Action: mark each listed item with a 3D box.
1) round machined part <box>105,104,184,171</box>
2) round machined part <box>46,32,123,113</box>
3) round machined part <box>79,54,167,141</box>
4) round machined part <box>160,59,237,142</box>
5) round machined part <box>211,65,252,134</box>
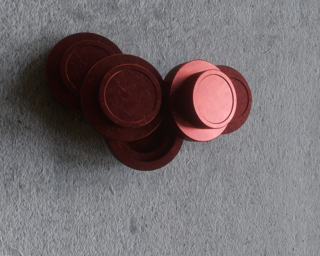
[{"bbox_3d":[-0.022,0.003,0.394,0.099,0.042,0.097,0,90,-21],"label":"round machined part"},{"bbox_3d":[-0.084,-0.066,0.370,0.099,0.042,0.097,0,90,-21],"label":"round machined part"},{"bbox_3d":[-0.037,-0.034,0.343,0.099,0.042,0.097,0,90,-21],"label":"round machined part"},{"bbox_3d":[0.052,-0.032,0.366,0.099,0.042,0.097,1,88,-33],"label":"round machined part"},{"bbox_3d":[0.088,-0.040,0.435,0.099,0.042,0.097,0,90,-21],"label":"round machined part"}]
